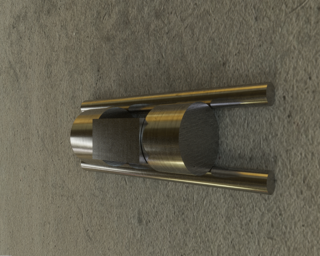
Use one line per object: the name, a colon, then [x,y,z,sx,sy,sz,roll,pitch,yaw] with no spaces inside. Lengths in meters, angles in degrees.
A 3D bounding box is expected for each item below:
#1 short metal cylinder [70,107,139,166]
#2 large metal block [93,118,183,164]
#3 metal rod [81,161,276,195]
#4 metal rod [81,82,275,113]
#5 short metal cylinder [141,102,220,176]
short metal cylinder: [-0.076,0.012,0.433,0.050,0.081,0.080,-1,90,40]
large metal block: [-0.027,0.014,0.390,0.080,0.081,0.050,0,90,40]
metal rod: [-0.003,0.056,0.409,0.300,0.025,0.025,0,90,40]
metal rod: [-0.003,-0.034,0.409,0.300,0.025,0.025,0,90,40]
short metal cylinder: [0.025,0.012,0.349,0.050,0.081,0.080,-1,90,40]
